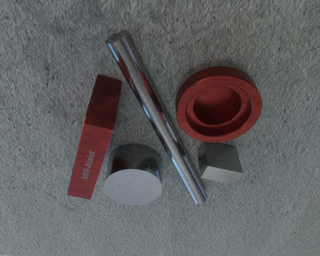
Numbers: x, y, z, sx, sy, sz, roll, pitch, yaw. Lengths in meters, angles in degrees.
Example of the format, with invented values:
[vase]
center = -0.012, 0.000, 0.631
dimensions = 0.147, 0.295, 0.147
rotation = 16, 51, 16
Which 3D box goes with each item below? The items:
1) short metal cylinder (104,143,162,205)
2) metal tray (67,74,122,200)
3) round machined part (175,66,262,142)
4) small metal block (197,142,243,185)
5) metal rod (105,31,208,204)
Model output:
[short metal cylinder]
center = -0.037, 0.068, 0.449
dimensions = 0.081, 0.050, 0.079
rotation = 0, 130, 0
[metal tray]
center = -0.080, 0.013, 0.376
dimensions = 0.030, 0.090, 0.129
rotation = 14, 129, -12
[round machined part]
center = 0.067, -0.032, 0.371
dimensions = 0.099, 0.042, 0.097
rotation = -1, 130, 0
[small metal block]
center = 0.082, 0.047, 0.430
dimensions = 0.050, 0.050, 0.025
rotation = 13, 129, -11
[metal rod]
center = 0.010, 0.009, 0.417
dimensions = 0.025, 0.025, 0.299
rotation = -18, 128, 14
